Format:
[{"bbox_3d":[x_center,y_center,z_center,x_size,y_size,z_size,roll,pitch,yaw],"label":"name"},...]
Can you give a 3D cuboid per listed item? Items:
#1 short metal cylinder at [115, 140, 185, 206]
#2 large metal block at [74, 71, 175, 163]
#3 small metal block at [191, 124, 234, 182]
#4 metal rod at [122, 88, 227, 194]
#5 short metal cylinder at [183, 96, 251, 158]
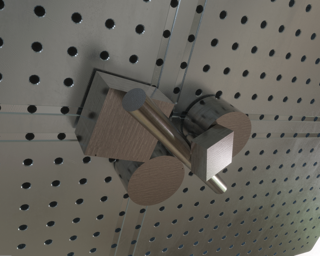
[{"bbox_3d":[-0.014,0.057,0.418,0.081,0.050,0.079,-14,124,-21],"label":"short metal cylinder"},{"bbox_3d":[-0.042,-0.011,0.358,0.081,0.050,0.079,11,113,-33],"label":"large metal block"},{"bbox_3d":[0.065,0.030,0.387,0.050,0.025,0.050,-29,130,-33],"label":"small metal block"},{"bbox_3d":[0.039,0.037,0.405,0.025,0.025,0.300,-43,144,1],"label":"metal rod"},{"bbox_3d":[0.080,0.002,0.435,0.081,0.050,0.079,-14,124,-21],"label":"short metal cylinder"}]
